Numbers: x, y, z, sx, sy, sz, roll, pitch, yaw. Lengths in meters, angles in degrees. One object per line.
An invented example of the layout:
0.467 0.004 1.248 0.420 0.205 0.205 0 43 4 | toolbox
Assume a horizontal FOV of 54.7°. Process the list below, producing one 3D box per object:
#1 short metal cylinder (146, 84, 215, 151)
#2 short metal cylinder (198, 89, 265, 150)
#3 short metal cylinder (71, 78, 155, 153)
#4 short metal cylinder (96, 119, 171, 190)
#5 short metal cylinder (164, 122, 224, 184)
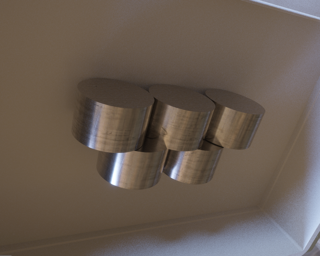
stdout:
0.020 -0.014 0.373 0.081 0.080 0.050 1 118 -29 | short metal cylinder
0.091 -0.013 0.412 0.081 0.080 0.050 2 118 -29 | short metal cylinder
-0.051 -0.016 0.333 0.081 0.080 0.050 1 118 -29 | short metal cylinder
-0.032 0.029 0.371 0.081 0.080 0.050 1 118 -29 | short metal cylinder
0.040 0.030 0.411 0.081 0.080 0.050 1 118 -29 | short metal cylinder
